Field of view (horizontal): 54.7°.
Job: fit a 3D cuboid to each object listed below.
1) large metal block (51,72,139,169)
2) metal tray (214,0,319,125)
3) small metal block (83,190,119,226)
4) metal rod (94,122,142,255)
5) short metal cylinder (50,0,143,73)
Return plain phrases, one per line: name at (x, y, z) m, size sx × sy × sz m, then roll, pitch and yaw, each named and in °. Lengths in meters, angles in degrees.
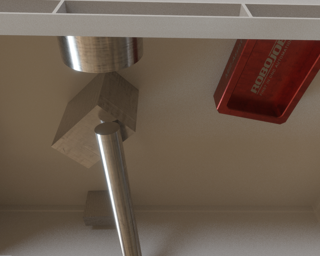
large metal block at (-0.072, -0.013, 0.361) m, size 0.080 × 0.080 × 0.050 m, roll -37°, pitch 121°, yaw 26°
metal tray at (0.125, -0.068, 0.349) m, size 0.091 × 0.030 × 0.129 m, roll 10°, pitch 130°, yaw -9°
small metal block at (-0.093, 0.129, 0.501) m, size 0.050 × 0.050 × 0.025 m, roll -2°, pitch 130°, yaw 1°
metal rod at (-0.041, 0.126, 0.382) m, size 0.025 × 0.025 × 0.298 m, roll -4°, pitch 122°, yaw 2°
short metal cylinder at (-0.057, -0.094, 0.292) m, size 0.081 × 0.080 × 0.050 m, roll 0°, pitch 130°, yaw -1°
